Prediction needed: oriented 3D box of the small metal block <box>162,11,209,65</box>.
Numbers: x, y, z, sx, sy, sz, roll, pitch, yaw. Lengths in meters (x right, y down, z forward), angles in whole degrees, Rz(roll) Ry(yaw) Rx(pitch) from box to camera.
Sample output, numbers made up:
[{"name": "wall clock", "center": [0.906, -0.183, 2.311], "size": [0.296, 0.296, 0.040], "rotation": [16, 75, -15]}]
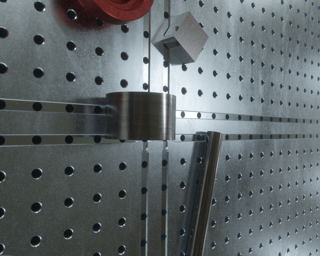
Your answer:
[{"name": "small metal block", "center": [0.037, -0.128, 0.442], "size": [0.050, 0.025, 0.050], "rotation": [43, 64, -32]}]

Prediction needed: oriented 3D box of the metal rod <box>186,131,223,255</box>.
[{"name": "metal rod", "center": [0.058, 0.152, 0.460], "size": [0.025, 0.025, 0.299], "rotation": [19, 78, -39]}]

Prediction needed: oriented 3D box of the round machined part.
[{"name": "round machined part", "center": [-0.056, -0.167, 0.352], "size": [0.099, 0.042, 0.097], "rotation": [0, 90, -40]}]

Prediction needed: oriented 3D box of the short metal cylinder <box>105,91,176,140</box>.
[{"name": "short metal cylinder", "center": [-0.022, -0.012, 0.357], "size": [0.081, 0.080, 0.050], "rotation": [2, 89, -40]}]
